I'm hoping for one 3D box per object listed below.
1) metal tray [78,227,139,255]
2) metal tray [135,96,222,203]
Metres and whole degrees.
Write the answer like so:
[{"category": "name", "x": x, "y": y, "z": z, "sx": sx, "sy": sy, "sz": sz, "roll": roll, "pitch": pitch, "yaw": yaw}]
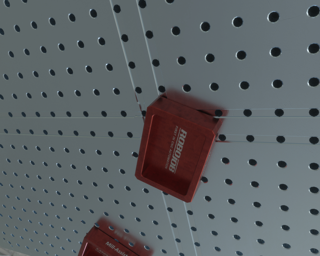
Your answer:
[{"category": "metal tray", "x": -0.098, "y": 0.266, "z": 0.624, "sx": 0.130, "sy": 0.030, "sz": 0.089, "roll": 31, "pitch": 128, "yaw": 8}, {"category": "metal tray", "x": 0.020, "y": 0.032, "z": 0.417, "sx": 0.090, "sy": 0.030, "sz": 0.129, "roll": 23, "pitch": 127, "yaw": 14}]
